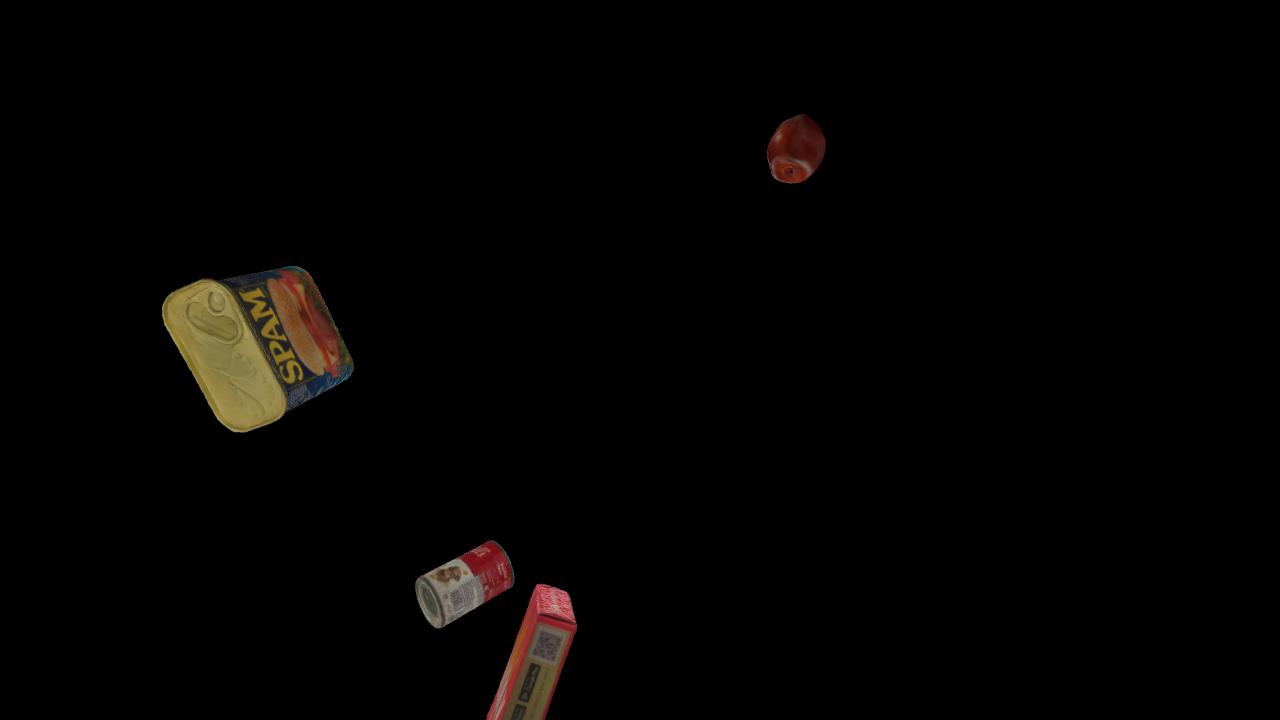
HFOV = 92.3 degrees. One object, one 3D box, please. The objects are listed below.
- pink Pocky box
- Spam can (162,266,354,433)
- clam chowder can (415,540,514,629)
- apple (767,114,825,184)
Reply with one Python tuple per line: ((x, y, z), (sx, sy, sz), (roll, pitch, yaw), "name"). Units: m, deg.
((-0.082, 0.234, 0.403), (0.029, 0.155, 0.084), (21, -10, -7), "pink Pocky box")
((-0.266, -0.012, 0.441), (0.058, 0.101, 0.085), (-17, 13, 12), "Spam can")
((-0.219, 0.280, 0.771), (0.102, 0.068, 0.068), (-20, 14, -42), "clam chowder can")
((0.218, -0.293, 0.859), (0.079, 0.093, 0.079), (14, -21, 5), "apple")
